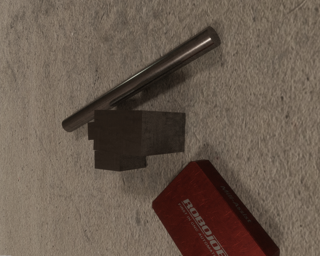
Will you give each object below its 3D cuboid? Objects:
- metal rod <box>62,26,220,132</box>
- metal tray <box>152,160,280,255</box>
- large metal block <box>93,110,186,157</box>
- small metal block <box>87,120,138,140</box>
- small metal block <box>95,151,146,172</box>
[{"bbox_3d":[-0.048,-0.055,0.441,0.299,0.025,0.025,-25,75,37],"label":"metal rod"},{"bbox_3d":[0.056,0.112,0.354,0.090,0.030,0.130,-51,60,27],"label":"metal tray"},{"bbox_3d":[-0.025,0.004,0.388,0.080,0.081,0.050,3,92,39],"label":"large metal block"},{"bbox_3d":[-0.067,0.003,0.441,0.050,0.050,0.025,-5,87,39],"label":"small metal block"},{"bbox_3d":[-0.055,0.043,0.432,0.050,0.050,0.025,0,90,39],"label":"small metal block"}]
